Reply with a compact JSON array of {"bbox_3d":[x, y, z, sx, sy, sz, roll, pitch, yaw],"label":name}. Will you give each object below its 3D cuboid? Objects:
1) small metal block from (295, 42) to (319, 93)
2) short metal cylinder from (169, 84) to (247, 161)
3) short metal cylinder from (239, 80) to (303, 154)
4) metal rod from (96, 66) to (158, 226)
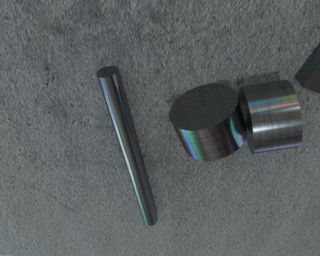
[{"bbox_3d":[0.195,-0.066,0.354,0.050,0.025,0.050,15,129,-13],"label":"small metal block"},{"bbox_3d":[0.057,-0.008,0.365,0.080,0.080,0.050,-17,128,13],"label":"short metal cylinder"},{"bbox_3d":[0.127,-0.013,0.362,0.050,0.080,0.080,-10,130,8],"label":"short metal cylinder"},{"bbox_3d":[-0.038,0.048,0.447,0.025,0.025,0.298,-7,130,5],"label":"metal rod"}]
